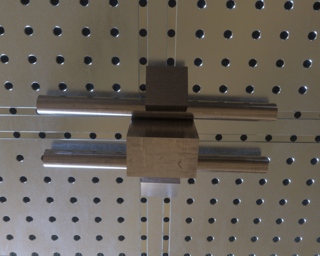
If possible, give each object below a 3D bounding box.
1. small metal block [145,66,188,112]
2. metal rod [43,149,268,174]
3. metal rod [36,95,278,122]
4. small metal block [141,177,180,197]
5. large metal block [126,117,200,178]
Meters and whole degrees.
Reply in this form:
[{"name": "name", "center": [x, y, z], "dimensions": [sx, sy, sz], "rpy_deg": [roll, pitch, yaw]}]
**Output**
[{"name": "small metal block", "center": [0.008, -0.048, 0.380], "dimensions": [0.050, 0.025, 0.050], "rpy_deg": [1, 76, -1]}, {"name": "metal rod", "center": [-0.005, 0.046, 0.427], "dimensions": [0.302, 0.025, 0.025], "rpy_deg": [2, 110, -1]}, {"name": "metal rod", "center": [-0.002, -0.025, 0.399], "dimensions": [0.302, 0.025, 0.025], "rpy_deg": [2, 110, -1]}, {"name": "small metal block", "center": [0.000, 0.073, 0.424], "dimensions": [0.050, 0.025, 0.050], "rpy_deg": [2, 148, -2]}, {"name": "large metal block", "center": [0.003, 0.020, 0.387], "dimensions": [0.081, 0.080, 0.050], "rpy_deg": [2, 110, -1]}]
